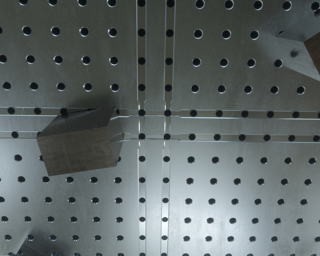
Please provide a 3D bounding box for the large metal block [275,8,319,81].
[{"bbox_3d":[0.191,-0.102,0.349,0.080,0.080,0.050,-32,107,11],"label":"large metal block"}]

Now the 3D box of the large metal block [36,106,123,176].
[{"bbox_3d":[-0.094,0.014,0.388,0.080,0.080,0.050,-9,110,3],"label":"large metal block"}]

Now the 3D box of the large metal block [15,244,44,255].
[{"bbox_3d":[-0.210,0.245,0.488,0.080,0.050,0.080,35,106,-13],"label":"large metal block"}]
